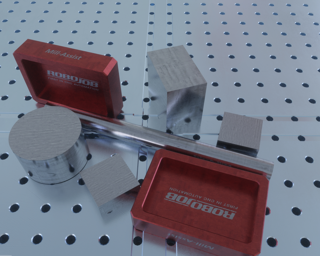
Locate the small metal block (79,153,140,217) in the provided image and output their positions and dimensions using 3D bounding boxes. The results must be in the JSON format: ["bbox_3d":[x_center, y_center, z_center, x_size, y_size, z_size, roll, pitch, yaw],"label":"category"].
[{"bbox_3d":[-0.057,0.064,0.354,0.050,0.025,0.050,-26,55,-20],"label":"small metal block"}]

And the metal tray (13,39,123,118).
[{"bbox_3d":[-0.119,-0.062,0.415,0.131,0.090,0.030,14,52,12],"label":"metal tray"}]

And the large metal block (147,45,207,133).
[{"bbox_3d":[0.020,-0.051,0.417,0.050,0.080,0.080,-14,52,-12],"label":"large metal block"}]

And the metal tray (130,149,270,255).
[{"bbox_3d":[0.045,0.080,0.336,0.131,0.030,0.090,14,52,11],"label":"metal tray"}]

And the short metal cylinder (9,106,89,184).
[{"bbox_3d":[-0.131,0.020,0.373,0.080,0.050,0.080,0,50,0],"label":"short metal cylinder"}]

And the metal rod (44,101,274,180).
[{"bbox_3d":[-0.012,0.013,0.396,0.301,0.025,0.025,15,52,12],"label":"metal rod"}]

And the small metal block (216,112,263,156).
[{"bbox_3d":[0.102,0.010,0.399,0.050,0.025,0.050,13,51,11],"label":"small metal block"}]
